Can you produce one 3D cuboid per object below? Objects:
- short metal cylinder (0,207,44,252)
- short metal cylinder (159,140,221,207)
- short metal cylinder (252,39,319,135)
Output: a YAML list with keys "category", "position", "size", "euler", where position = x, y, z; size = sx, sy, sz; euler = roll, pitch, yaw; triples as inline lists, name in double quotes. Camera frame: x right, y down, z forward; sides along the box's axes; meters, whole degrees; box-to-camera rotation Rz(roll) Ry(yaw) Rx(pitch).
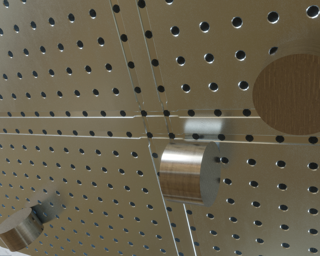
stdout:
- category: "short metal cylinder"
  position: [-0.302, 0.219, 0.670]
  size: [0.080, 0.080, 0.050]
  euler: [-14, 111, 34]
- category: "short metal cylinder"
  position: [0.040, 0.055, 0.389]
  size: [0.050, 0.080, 0.080]
  euler: [1, 119, 28]
- category: "short metal cylinder"
  position: [0.135, -0.040, 0.299]
  size: [0.080, 0.050, 0.079]
  euler: [13, 124, 21]
